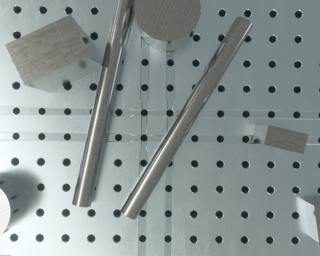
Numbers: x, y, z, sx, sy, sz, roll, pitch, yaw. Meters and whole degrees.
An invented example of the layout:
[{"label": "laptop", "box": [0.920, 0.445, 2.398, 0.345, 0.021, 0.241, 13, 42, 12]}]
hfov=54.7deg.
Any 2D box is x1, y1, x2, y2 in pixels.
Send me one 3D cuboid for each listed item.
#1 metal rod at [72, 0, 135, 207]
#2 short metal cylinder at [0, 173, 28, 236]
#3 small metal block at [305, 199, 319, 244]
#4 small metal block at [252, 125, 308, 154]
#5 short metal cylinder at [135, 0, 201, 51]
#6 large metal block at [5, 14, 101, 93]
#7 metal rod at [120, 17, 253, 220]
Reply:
[{"label": "metal rod", "box": [-0.073, -0.044, 0.412, 0.025, 0.025, 0.298, 12, 90, 0]}, {"label": "short metal cylinder", "box": [-0.221, 0.101, 0.399, 0.081, 0.050, 0.080, 0, 90, 0]}, {"label": "small metal block", "box": [0.229, 0.122, 0.415, 0.050, 0.025, 0.050, -8, 90, 0]}, {"label": "small metal block", "box": [0.154, 0.014, 0.402, 0.050, 0.050, 0.025, 13, 90, 0]}, {"label": "short metal cylinder", "box": [0.009, -0.145, 0.401, 0.081, 0.050, 0.080, 0, 90, 0]}, {"label": "large metal block", "box": [-0.125, -0.087, 0.385, 0.080, 0.080, 0.050, -25, 90, 0]}, {"label": "metal rod", "box": [0.035, -0.013, 0.413, 0.025, 0.025, 0.299, 31, 90, 0]}]
